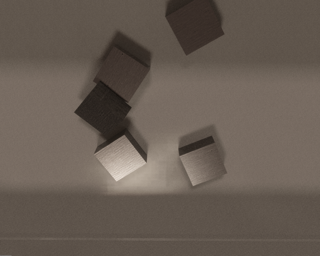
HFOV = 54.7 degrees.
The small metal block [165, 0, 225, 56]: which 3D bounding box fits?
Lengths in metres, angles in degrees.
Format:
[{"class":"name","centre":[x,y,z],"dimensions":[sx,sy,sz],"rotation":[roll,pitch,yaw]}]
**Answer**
[{"class":"small metal block","centre":[0.041,-0.122,0.367],"dimensions":[0.050,0.025,0.050],"rotation":[-28,108,9]}]

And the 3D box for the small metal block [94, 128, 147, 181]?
[{"class":"small metal block","centre":[-0.053,0.037,0.424],"dimensions":[0.050,0.025,0.050],"rotation":[-32,107,11]}]

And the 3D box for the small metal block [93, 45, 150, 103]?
[{"class":"small metal block","centre":[-0.047,-0.068,0.386],"dimensions":[0.050,0.025,0.050],"rotation":[32,107,-12]}]

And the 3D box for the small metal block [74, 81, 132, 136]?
[{"class":"small metal block","centre":[-0.072,-0.023,0.389],"dimensions":[0.050,0.025,0.050],"rotation":[39,140,-14]}]

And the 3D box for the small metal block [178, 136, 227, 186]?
[{"class":"small metal block","centre":[0.059,0.045,0.429],"dimensions":[0.050,0.025,0.050],"rotation":[-22,109,7]}]
